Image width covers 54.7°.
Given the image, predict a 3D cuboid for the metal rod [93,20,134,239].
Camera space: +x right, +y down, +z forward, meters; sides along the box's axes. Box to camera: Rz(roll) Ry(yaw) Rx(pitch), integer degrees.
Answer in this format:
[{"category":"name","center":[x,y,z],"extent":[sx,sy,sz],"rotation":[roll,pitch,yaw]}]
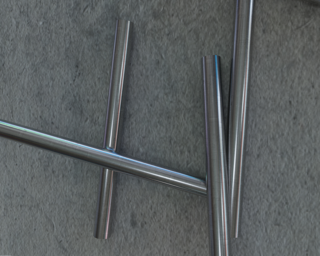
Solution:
[{"category":"metal rod","center":[-0.065,0.003,0.430],"extent":[0.025,0.025,0.298],"rotation":[7,92,19]}]

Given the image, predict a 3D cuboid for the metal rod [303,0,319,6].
[{"category":"metal rod","center":[0.123,-0.181,0.365],"extent":[0.301,0.025,0.025],"rotation":[28,99,17]}]

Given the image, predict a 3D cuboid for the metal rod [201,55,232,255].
[{"category":"metal rod","center":[0.067,0.061,0.364],"extent":[0.025,0.025,0.298],"rotation":[-4,81,19]}]

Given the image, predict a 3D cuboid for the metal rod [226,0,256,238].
[{"category":"metal rod","center":[0.095,-0.019,0.375],"extent":[0.025,0.025,0.298],"rotation":[4,91,19]}]

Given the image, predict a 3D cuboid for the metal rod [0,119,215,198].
[{"category":"metal rod","center":[-0.078,0.038,0.407],"extent":[0.301,0.025,0.025],"rotation":[15,95,8]}]
